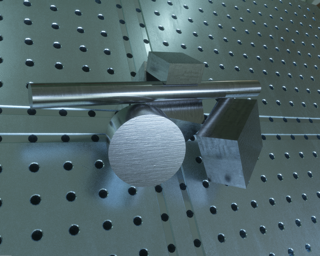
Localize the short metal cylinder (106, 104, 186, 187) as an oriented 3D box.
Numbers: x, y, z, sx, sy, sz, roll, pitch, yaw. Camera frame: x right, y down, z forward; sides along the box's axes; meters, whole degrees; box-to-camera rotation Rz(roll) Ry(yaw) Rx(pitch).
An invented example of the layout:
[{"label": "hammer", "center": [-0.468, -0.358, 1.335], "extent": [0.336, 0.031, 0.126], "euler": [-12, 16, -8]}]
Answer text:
[{"label": "short metal cylinder", "center": [-0.018, 0.017, 0.340], "extent": [0.081, 0.080, 0.050], "euler": [18, 12, -18]}]

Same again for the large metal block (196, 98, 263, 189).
[{"label": "large metal block", "center": [0.093, 0.017, 0.400], "extent": [0.080, 0.050, 0.080], "euler": [-53, 137, -39]}]

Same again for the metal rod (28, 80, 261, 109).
[{"label": "metal rod", "center": [0.007, -0.044, 0.370], "extent": [0.303, 0.025, 0.025], "euler": [-6, 65, -31]}]

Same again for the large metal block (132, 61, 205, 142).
[{"label": "large metal block", "center": [0.008, -0.033, 0.412], "extent": [0.081, 0.050, 0.080], "euler": [10, 57, -23]}]

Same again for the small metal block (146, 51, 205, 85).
[{"label": "small metal block", "center": [0.018, -0.074, 0.379], "extent": [0.050, 0.025, 0.050], "euler": [-6, 30, -31]}]
